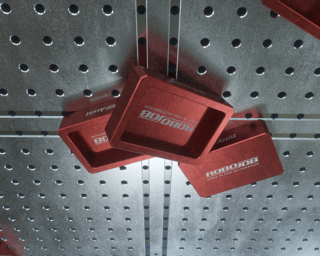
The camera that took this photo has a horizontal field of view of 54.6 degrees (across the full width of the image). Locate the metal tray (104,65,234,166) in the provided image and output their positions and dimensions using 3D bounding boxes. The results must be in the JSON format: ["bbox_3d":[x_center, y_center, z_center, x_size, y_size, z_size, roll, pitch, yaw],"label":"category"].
[{"bbox_3d":[0.013,-0.009,0.366,0.131,0.030,0.090,16,113,-30],"label":"metal tray"}]

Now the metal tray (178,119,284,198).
[{"bbox_3d":[0.102,0.048,0.450,0.130,0.030,0.090,-21,127,17],"label":"metal tray"}]

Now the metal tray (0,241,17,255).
[{"bbox_3d":[-0.370,0.273,0.637,0.131,0.030,0.090,-7,130,6],"label":"metal tray"}]

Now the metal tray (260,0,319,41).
[{"bbox_3d":[0.164,-0.153,0.278,0.090,0.030,0.129,23,126,-19],"label":"metal tray"}]

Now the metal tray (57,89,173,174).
[{"bbox_3d":[-0.055,0.009,0.414,0.130,0.030,0.090,-16,129,13],"label":"metal tray"}]
